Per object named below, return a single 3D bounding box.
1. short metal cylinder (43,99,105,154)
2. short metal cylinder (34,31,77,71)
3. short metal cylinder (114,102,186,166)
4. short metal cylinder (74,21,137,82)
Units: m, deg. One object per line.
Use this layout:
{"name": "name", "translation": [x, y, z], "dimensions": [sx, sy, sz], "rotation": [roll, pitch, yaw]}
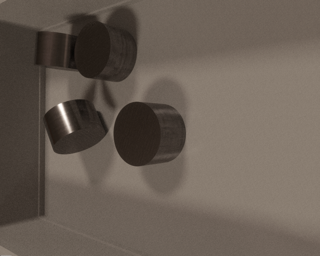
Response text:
{"name": "short metal cylinder", "translation": [-0.131, -0.001, 0.476], "dimensions": [0.080, 0.081, 0.050], "rotation": [-39, 66, 33]}
{"name": "short metal cylinder", "translation": [-0.159, -0.121, 0.499], "dimensions": [0.080, 0.081, 0.050], "rotation": [11, 97, 39]}
{"name": "short metal cylinder", "translation": [-0.014, 0.007, 0.400], "dimensions": [0.080, 0.050, 0.079], "rotation": [0, 90, 39]}
{"name": "short metal cylinder", "translation": [-0.080, -0.110, 0.454], "dimensions": [0.080, 0.050, 0.079], "rotation": [0, 90, 39]}
